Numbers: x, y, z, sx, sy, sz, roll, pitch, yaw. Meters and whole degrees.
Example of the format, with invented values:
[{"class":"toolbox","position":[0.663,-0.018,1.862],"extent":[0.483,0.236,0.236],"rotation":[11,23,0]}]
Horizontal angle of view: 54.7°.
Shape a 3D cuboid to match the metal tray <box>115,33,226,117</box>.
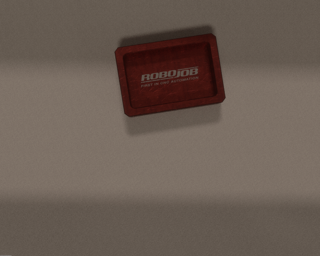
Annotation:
[{"class":"metal tray","position":[0.013,-0.068,0.408],"extent":[0.131,0.030,0.089],"rotation":[-9,90,-1]}]
